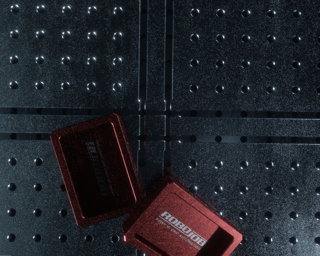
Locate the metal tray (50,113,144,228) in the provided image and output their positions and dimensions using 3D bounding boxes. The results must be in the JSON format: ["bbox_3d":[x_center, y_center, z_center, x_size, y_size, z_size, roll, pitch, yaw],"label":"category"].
[{"bbox_3d":[-0.080,0.054,0.409,0.090,0.030,0.129,-17,90,-1],"label":"metal tray"}]

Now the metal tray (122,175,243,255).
[{"bbox_3d":[0.029,0.133,0.394,0.130,0.030,0.090,39,90,-16],"label":"metal tray"}]
